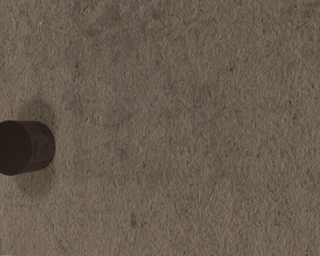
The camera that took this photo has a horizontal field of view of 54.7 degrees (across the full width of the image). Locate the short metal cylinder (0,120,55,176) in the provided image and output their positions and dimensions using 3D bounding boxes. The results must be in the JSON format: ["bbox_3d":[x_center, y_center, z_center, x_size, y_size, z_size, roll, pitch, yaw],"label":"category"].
[{"bbox_3d":[-0.208,0.029,0.467,0.080,0.050,0.079,0,90,19],"label":"short metal cylinder"}]
